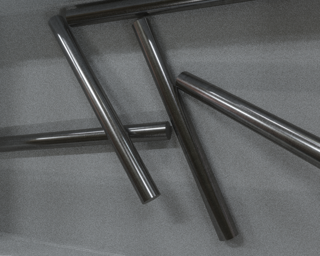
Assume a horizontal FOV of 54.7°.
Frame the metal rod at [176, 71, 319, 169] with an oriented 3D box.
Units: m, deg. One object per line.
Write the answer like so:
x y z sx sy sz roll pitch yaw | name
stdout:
0.122 0.006 0.304 0.300 0.025 0.025 36 103 40 | metal rod

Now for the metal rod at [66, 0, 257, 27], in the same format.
0.012 -0.164 0.405 0.301 0.025 0.025 -1 90 19 | metal rod

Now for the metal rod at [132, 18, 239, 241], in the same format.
0.029 -0.004 0.399 0.025 0.025 0.299 -24 82 18 | metal rod

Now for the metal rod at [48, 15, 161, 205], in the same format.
-0.082 -0.037 0.418 0.025 0.025 0.299 -36 71 16 | metal rod

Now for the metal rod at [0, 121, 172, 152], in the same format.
-0.130 0.016 0.454 0.301 0.025 0.025 -5 88 19 | metal rod
